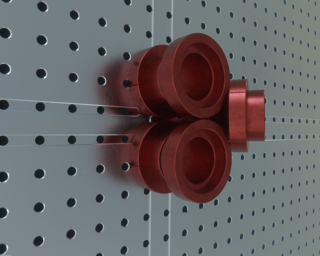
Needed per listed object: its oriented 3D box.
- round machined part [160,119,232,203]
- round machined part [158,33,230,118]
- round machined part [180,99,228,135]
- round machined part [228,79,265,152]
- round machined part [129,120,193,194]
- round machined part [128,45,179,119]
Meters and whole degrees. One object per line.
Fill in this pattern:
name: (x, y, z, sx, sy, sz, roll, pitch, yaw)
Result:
round machined part: (0.040, 0.038, 0.375, 0.099, 0.042, 0.097, 0, 90, -40)
round machined part: (0.037, -0.060, 0.372, 0.099, 0.042, 0.097, 0, 90, -40)
round machined part: (0.080, -0.017, 0.464, 0.099, 0.042, 0.097, 0, 90, -40)
round machined part: (0.118, -0.016, 0.413, 0.098, 0.042, 0.097, -1, 90, -72)
round machined part: (0.011, 0.038, 0.407, 0.099, 0.042, 0.097, 0, 90, -40)
round machined part: (0.010, -0.060, 0.407, 0.099, 0.042, 0.097, 0, 90, -40)
